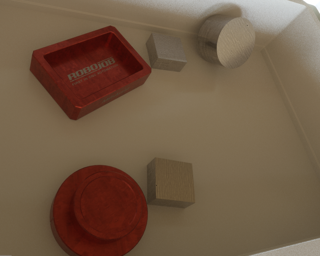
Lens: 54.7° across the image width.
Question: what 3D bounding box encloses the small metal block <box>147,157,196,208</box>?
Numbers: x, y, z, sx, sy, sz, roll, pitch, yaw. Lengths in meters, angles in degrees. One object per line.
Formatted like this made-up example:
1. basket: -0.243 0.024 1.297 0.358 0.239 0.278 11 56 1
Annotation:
1. small metal block: 0.013 0.067 0.373 0.050 0.025 0.050 12 57 -22

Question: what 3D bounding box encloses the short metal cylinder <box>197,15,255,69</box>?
1. short metal cylinder: 0.109 -0.143 0.510 0.081 0.079 0.050 -5 24 -31

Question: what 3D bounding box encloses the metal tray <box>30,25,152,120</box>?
1. metal tray: -0.085 -0.077 0.404 0.090 0.030 0.131 50 51 6

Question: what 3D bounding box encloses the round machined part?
1. round machined part: -0.057 0.083 0.315 0.099 0.042 0.098 14 56 -21

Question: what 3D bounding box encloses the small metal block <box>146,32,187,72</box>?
1. small metal block: 0.010 -0.118 0.485 0.050 0.025 0.050 2 61 -28
